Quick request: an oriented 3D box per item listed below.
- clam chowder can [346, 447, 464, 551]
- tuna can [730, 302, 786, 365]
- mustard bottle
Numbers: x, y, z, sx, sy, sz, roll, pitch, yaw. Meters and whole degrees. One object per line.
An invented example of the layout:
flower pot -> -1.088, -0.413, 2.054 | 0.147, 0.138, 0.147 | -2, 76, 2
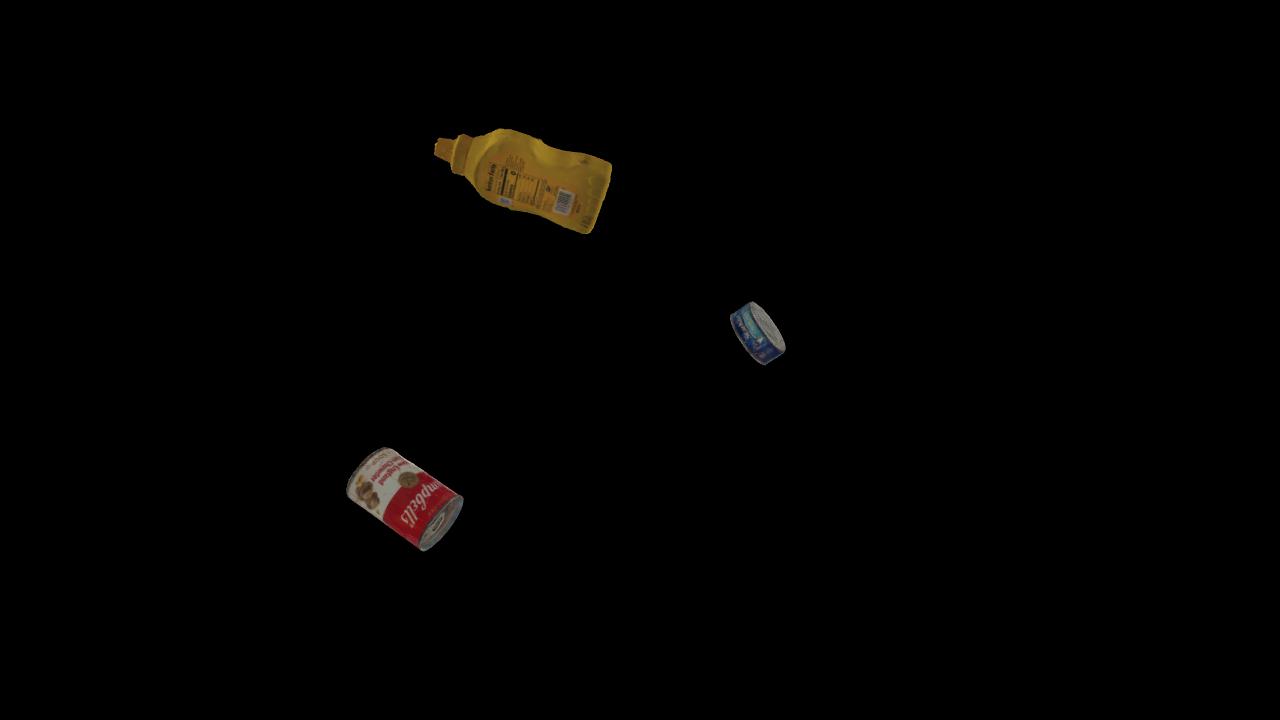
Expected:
clam chowder can -> -0.251, 0.147, 0.659 | 0.102, 0.068, 0.068 | 31, 6, 10
tuna can -> 0.160, -0.036, 0.828 | 0.034, 0.084, 0.084 | -35, -17, 25
mustard bottle -> -0.129, -0.201, 0.665 | 0.184, 0.054, 0.092 | 15, -33, -13
